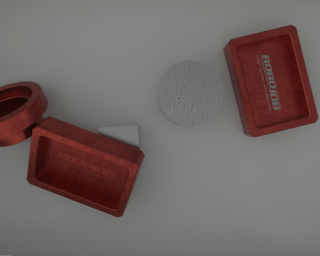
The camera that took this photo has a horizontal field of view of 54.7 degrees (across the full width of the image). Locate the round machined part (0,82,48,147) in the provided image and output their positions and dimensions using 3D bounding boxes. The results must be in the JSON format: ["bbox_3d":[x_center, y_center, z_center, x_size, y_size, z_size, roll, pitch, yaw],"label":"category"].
[{"bbox_3d":[-0.186,-0.014,0.382,0.099,0.098,0.042,-15,127,-1],"label":"round machined part"}]

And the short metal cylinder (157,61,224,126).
[{"bbox_3d":[0.037,-0.042,0.399,0.081,0.050,0.079,0,90,-1],"label":"short metal cylinder"}]

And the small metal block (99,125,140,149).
[{"bbox_3d":[-0.052,0.023,0.411,0.050,0.025,0.050,-4,90,-1],"label":"small metal block"}]

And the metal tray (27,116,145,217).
[{"bbox_3d":[-0.094,0.050,0.385,0.131,0.030,0.089,21,119,2],"label":"metal tray"}]

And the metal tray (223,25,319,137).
[{"bbox_3d":[0.145,-0.060,0.410,0.091,0.030,0.129,-14,90,-1],"label":"metal tray"}]
